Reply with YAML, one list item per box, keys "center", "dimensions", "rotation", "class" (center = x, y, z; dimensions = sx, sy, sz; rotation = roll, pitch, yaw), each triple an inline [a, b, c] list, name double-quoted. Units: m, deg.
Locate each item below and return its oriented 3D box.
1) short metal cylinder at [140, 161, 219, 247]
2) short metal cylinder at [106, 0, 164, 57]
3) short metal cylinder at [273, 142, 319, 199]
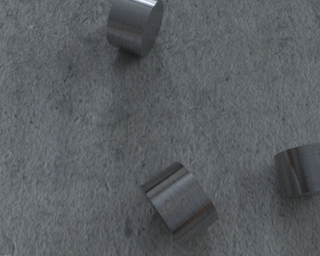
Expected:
- center: [0.020, 0.085, 0.348]
  dimensions: [0.050, 0.080, 0.080]
  rotation: [-34, 74, -12]
  class: "short metal cylinder"
- center: [-0.033, -0.146, 0.432]
  dimensions: [0.050, 0.080, 0.080]
  rotation: [21, 71, 7]
  class: "short metal cylinder"
- center: [0.180, 0.051, 0.362]
  dimensions: [0.081, 0.080, 0.050]
  rotation: [-6, 70, -3]
  class: "short metal cylinder"
